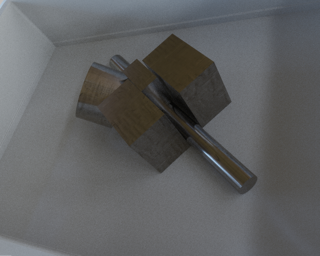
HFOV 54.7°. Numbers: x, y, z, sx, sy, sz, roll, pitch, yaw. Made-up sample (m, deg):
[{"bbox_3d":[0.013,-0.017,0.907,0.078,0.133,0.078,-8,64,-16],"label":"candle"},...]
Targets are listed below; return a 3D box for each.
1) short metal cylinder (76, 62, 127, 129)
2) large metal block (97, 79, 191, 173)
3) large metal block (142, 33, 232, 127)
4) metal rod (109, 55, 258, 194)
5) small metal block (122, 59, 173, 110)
[{"bbox_3d":[-0.078,-0.045,0.427,0.050,0.080,0.080,18,66,-7],"label":"short metal cylinder"},{"bbox_3d":[-0.019,-0.001,0.379,0.050,0.080,0.080,-43,51,-1],"label":"large metal block"},{"bbox_3d":[0.035,-0.058,0.386,0.050,0.080,0.080,-42,51,-1],"label":"large metal block"},{"bbox_3d":[0.010,-0.025,0.414,0.025,0.025,0.300,-43,51,-2],"label":"metal rod"},{"bbox_3d":[-0.015,-0.054,0.398,0.025,0.050,0.050,-42,51,0],"label":"small metal block"}]
